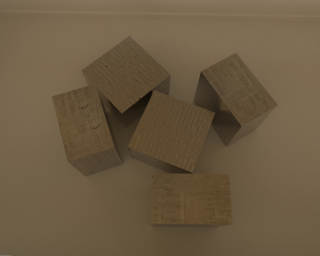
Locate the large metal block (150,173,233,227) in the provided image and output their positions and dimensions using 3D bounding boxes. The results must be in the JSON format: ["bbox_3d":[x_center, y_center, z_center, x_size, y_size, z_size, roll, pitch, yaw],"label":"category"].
[{"bbox_3d":[0.031,0.084,0.349,0.081,0.080,0.050,1,70,0],"label":"large metal block"}]

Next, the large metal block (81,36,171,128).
[{"bbox_3d":[-0.043,-0.062,0.417,0.080,0.050,0.080,-40,75,-14],"label":"large metal block"}]

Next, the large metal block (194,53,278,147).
[{"bbox_3d":[0.090,-0.033,0.391,0.050,0.080,0.080,-30,73,-10],"label":"large metal block"}]

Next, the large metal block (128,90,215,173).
[{"bbox_3d":[0.015,0.010,0.391,0.080,0.050,0.080,21,71,7],"label":"large metal block"}]

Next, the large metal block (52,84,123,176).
[{"bbox_3d":[-0.085,0.006,0.376,0.050,0.080,0.080,-18,71,-7],"label":"large metal block"}]
